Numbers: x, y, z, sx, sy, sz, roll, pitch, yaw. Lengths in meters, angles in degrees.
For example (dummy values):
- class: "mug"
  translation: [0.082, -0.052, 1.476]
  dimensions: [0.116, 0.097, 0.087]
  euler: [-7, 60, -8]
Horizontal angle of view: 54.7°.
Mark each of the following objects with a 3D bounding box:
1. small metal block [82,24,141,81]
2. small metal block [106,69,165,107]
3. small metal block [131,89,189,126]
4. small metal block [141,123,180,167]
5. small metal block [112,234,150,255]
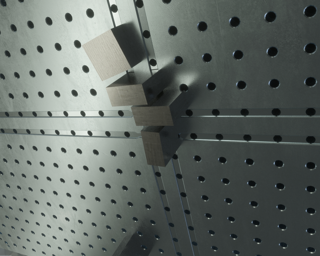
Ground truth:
- class: "small metal block"
  translation: [-0.060, -0.092, 0.384]
  dimensions: [0.050, 0.025, 0.050]
  euler: [-16, 110, 34]
- class: "small metal block"
  translation: [-0.029, -0.049, 0.378]
  dimensions: [0.050, 0.050, 0.025]
  euler: [-1, 118, 28]
- class: "small metal block"
  translation: [0.001, -0.025, 0.378]
  dimensions: [0.050, 0.050, 0.025]
  euler: [0, 118, 28]
- class: "small metal block"
  translation: [0.002, 0.014, 0.402]
  dimensions: [0.025, 0.050, 0.050]
  euler: [4, 121, 26]
- class: "small metal block"
  translation: [-0.054, 0.234, 0.566]
  dimensions: [0.025, 0.050, 0.050]
  euler: [-30, 102, 37]
